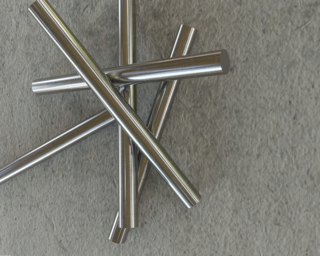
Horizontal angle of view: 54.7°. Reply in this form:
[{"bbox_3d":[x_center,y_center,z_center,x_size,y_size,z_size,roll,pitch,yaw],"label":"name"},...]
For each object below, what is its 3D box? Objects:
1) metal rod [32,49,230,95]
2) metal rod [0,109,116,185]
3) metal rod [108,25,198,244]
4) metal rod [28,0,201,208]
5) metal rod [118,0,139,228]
[{"bbox_3d":[-0.060,-0.064,0.390,0.300,0.025,0.025,-1,90,34],"label":"metal rod"},{"bbox_3d":[-0.179,0.038,0.470,0.300,0.025,0.025,-27,81,17],"label":"metal rod"},{"bbox_3d":[-0.011,0.013,0.412,0.025,0.025,0.298,21,97,18],"label":"metal rod"},{"bbox_3d":[-0.049,-0.023,0.374,0.025,0.025,0.300,-36,98,16],"label":"metal rod"},{"bbox_3d":[-0.042,-0.025,0.405,0.025,0.025,0.298,-4,82,19],"label":"metal rod"}]
